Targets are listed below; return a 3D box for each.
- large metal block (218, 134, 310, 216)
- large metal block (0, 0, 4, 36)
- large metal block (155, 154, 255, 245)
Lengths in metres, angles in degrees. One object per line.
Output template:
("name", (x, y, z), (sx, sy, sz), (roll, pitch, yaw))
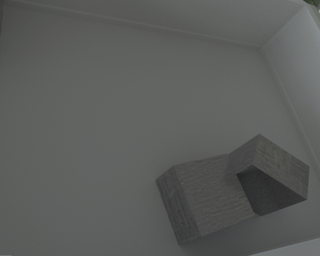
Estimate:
("large metal block", (0.131, 0.064, 0.404), (0.080, 0.080, 0.050), (32, 51, -8))
("large metal block", (-0.220, -0.131, 0.329), (0.080, 0.080, 0.050), (25, 47, -13))
("large metal block", (0.052, 0.083, 0.369), (0.081, 0.050, 0.080), (-8, 66, -32))
